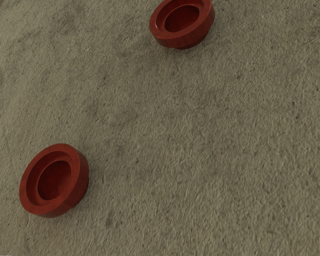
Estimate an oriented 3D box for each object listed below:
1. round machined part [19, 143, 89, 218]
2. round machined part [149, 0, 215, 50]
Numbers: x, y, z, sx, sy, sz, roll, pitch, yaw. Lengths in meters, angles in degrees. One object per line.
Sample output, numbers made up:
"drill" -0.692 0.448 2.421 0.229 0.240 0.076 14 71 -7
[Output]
"round machined part" -0.137 0.073 0.420 0.098 0.042 0.098 -13 56 21
"round machined part" 0.037 -0.159 0.472 0.098 0.042 0.098 -13 56 21
